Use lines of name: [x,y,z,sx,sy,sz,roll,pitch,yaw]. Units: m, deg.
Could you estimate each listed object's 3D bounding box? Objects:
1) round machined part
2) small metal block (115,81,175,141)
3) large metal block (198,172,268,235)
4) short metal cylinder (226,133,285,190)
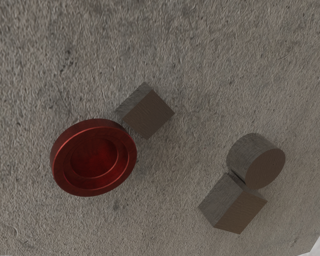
round machined part: [-0.081,0.031,0.372,0.099,0.042,0.097,-14,125,-21]
small metal block: [-0.018,-0.020,0.386,0.050,0.025,0.050,-44,130,2]
large metal block: [0.128,0.135,0.547,0.080,0.050,0.080,27,103,-38]
short metal cylinder: [0.158,0.055,0.514,0.081,0.050,0.079,-14,125,-21]
